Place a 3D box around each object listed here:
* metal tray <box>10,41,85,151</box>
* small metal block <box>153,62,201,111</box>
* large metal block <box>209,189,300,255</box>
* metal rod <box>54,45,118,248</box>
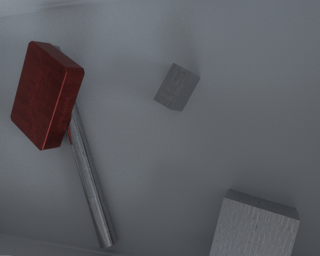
[{"bbox_3d":[-0.163,-0.045,0.440,0.090,0.030,0.129,37,115,26],"label":"metal tray"},{"bbox_3d":[0.022,-0.050,0.389,0.025,0.050,0.050,32,100,17],"label":"small metal block"},{"bbox_3d":[0.108,0.125,0.359,0.080,0.050,0.079,14,95,19],"label":"large metal block"},{"bbox_3d":[-0.117,0.023,0.450,0.025,0.025,0.299,-20,84,18],"label":"metal rod"}]
